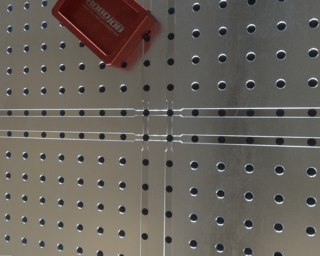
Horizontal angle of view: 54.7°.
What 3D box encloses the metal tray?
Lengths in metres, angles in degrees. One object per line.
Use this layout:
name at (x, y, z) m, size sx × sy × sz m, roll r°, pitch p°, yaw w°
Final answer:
metal tray at (-0.082, -0.158, 0.438) m, size 0.130 × 0.030 × 0.090 m, roll 43°, pitch 103°, yaw 14°
